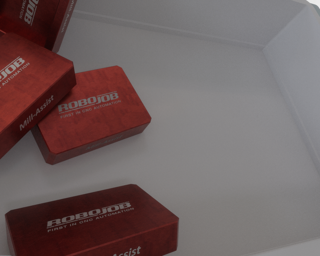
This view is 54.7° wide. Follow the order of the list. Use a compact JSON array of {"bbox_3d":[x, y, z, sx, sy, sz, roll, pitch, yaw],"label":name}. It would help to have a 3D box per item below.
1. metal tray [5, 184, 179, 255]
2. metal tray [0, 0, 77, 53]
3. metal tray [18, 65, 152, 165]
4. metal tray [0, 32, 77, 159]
[{"bbox_3d":[-0.060,0.092,0.277,0.131,0.090,0.030,-7,106,-31],"label":"metal tray"},{"bbox_3d":[-0.145,-0.152,0.350,0.090,0.129,0.030,29,37,-10],"label":"metal tray"},{"bbox_3d":[-0.086,-0.021,0.369,0.131,0.030,0.090,-20,73,-36],"label":"metal tray"},{"bbox_3d":[-0.160,-0.036,0.313,0.090,0.030,0.130,27,56,11],"label":"metal tray"}]
